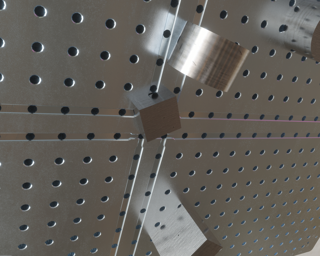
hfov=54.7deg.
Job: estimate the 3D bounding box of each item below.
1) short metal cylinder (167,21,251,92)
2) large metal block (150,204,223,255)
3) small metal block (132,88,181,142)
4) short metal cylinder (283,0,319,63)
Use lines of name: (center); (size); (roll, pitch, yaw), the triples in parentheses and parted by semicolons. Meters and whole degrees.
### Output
short metal cylinder: (0.055, -0.082, 0.355); (0.081, 0.080, 0.050); (13, 112, -34)
large metal block: (0.042, 0.190, 0.516); (0.080, 0.080, 0.050); (-47, 129, 5)
small metal block: (-0.003, -0.016, 0.399); (0.050, 0.025, 0.050); (-23, 127, -15)
short metal cylinder: (0.221, -0.137, 0.431); (0.081, 0.050, 0.079); (-14, 124, -21)
